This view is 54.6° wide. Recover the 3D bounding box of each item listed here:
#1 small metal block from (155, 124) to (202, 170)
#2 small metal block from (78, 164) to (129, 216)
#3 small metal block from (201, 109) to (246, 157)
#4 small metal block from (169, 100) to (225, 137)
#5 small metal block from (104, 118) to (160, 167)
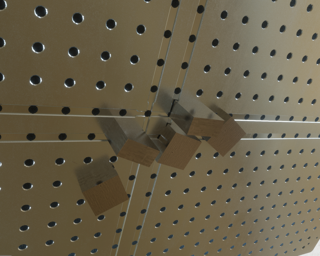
[{"bbox_3d":[0.023,0.028,0.440,0.050,0.025,0.050,21,107,-36],"label":"small metal block"},{"bbox_3d":[-0.076,0.084,0.421,0.050,0.025,0.050,-25,128,-13],"label":"small metal block"},{"bbox_3d":[0.094,0.008,0.467,0.050,0.025,0.050,-46,129,4],"label":"small metal block"},{"bbox_3d":[0.048,-0.012,0.413,0.050,0.050,0.025,5,116,-31],"label":"small metal block"},{"bbox_3d":[-0.035,0.018,0.387,0.050,0.050,0.025,25,105,-37],"label":"small metal block"}]
